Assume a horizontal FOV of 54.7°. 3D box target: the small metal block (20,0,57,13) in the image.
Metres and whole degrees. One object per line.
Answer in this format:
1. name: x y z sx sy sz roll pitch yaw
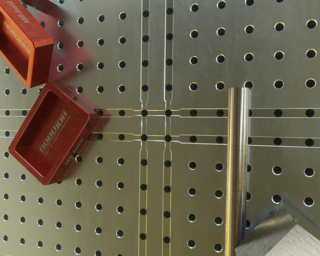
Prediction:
1. small metal block: -0.189 -0.208 0.464 0.025 0.050 0.050 -26 82 18

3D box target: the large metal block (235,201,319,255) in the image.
1. large metal block: 0.143 0.142 0.336 0.080 0.050 0.080 37 102 -5

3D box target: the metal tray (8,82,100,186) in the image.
1. metal tray: -0.160 0.009 0.464 0.090 0.030 0.129 38 102 15

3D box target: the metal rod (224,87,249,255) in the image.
1. metal rod: 0.093 0.101 0.379 0.025 0.025 0.298 1 90 19

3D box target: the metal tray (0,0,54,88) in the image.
1. metal tray: -0.212 -0.134 0.458 0.130 0.030 0.089 47 138 13
